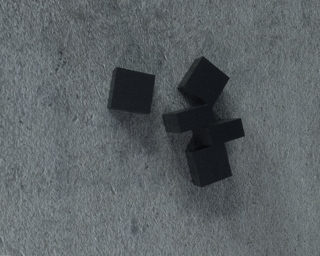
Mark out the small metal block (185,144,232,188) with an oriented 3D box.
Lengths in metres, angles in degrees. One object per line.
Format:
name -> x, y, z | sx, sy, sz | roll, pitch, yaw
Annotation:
small metal block -> 0.068, 0.050, 0.434 | 0.050, 0.025, 0.050 | -17, 96, -19

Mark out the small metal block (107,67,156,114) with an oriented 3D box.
small metal block -> -0.037, -0.046, 0.395 | 0.050, 0.025, 0.050 | 9, 87, -20

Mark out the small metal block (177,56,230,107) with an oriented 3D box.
small metal block -> 0.061, -0.063, 0.431 | 0.050, 0.025, 0.050 | 35, 79, -17

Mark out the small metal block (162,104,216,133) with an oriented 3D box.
small metal block -> 0.037, -0.012, 0.409 | 0.050, 0.050, 0.025 | -16, 96, -19

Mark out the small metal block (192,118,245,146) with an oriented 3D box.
small metal block -> 0.079, 0.005, 0.425 | 0.050, 0.050, 0.025 | -15, 96, -19
